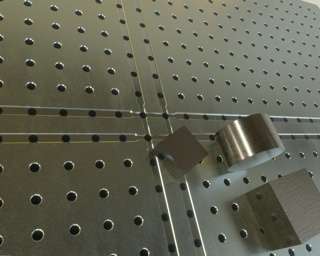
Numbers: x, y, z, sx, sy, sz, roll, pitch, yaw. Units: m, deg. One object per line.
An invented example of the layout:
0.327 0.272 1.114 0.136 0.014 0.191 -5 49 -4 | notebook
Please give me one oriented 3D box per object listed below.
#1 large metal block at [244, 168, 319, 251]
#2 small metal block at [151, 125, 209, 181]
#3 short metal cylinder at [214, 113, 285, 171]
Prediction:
0.176 0.108 0.420 0.081 0.050 0.080 -11 67 -33 | large metal block
0.027 0.032 0.403 0.050 0.025 0.050 -34 81 -38 | small metal block
0.122 0.021 0.425 0.081 0.080 0.050 -5 65 -31 | short metal cylinder
